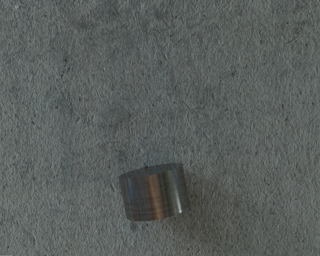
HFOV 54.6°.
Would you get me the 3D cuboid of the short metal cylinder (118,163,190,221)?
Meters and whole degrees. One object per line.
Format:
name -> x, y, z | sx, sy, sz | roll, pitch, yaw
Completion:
short metal cylinder -> -0.007, 0.077, 0.383 | 0.080, 0.080, 0.050 | -11, 90, 0
